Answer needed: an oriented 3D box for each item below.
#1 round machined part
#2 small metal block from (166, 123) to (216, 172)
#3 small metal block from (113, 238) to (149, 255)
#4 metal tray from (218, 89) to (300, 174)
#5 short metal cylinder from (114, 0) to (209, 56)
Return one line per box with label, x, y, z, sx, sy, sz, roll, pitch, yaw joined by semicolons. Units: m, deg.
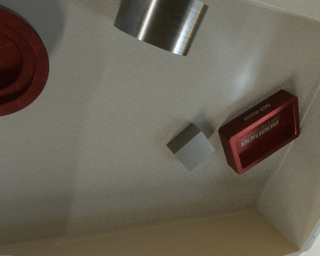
round machined part;-0.154;-0.062;0.276;0.099;0.042;0.097;-14;125;-21
small metal block;0.046;0.029;0.454;0.050;0.025;0.050;-41;130;-1
small metal block;-0.051;0.217;0.520;0.050;0.025;0.050;-1;119;-28
metal tray;0.164;0.007;0.502;0.131;0.030;0.090;-31;129;-9
short metal cylinder;0.001;-0.111;0.306;0.081;0.080;0.050;10;113;-33
